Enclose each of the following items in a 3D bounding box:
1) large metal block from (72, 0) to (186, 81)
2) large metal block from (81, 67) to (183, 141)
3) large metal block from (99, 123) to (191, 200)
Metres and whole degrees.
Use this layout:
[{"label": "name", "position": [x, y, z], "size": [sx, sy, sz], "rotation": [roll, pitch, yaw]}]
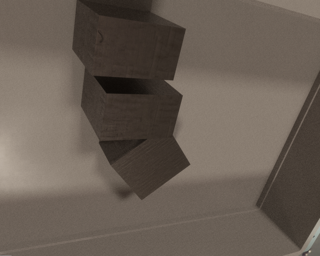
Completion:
[{"label": "large metal block", "position": [-0.034, -0.086, 0.302], "size": [0.081, 0.080, 0.050], "rotation": [-1, 119, -28]}, {"label": "large metal block", "position": [-0.034, -0.029, 0.337], "size": [0.081, 0.080, 0.050], "rotation": [-2, 119, -28]}, {"label": "large metal block", "position": [-0.019, 0.034, 0.405], "size": [0.080, 0.050, 0.080], "rotation": [-36, 129, -5]}]
